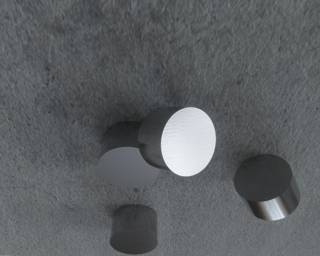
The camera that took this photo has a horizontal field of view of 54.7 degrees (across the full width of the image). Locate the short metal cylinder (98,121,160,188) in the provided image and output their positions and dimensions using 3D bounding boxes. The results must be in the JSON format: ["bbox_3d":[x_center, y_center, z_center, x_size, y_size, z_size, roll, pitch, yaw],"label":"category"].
[{"bbox_3d":[-0.041,0.037,0.422,0.081,0.050,0.079,0,130,0],"label":"short metal cylinder"}]

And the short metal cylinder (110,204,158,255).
[{"bbox_3d":[-0.044,0.178,0.542,0.081,0.050,0.079,0,130,0],"label":"short metal cylinder"}]

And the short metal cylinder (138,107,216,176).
[{"bbox_3d":[0.021,0.014,0.375,0.080,0.080,0.050,41,162,-29],"label":"short metal cylinder"}]

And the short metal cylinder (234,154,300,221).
[{"bbox_3d":[0.154,0.084,0.446,0.080,0.080,0.050,-22,127,17],"label":"short metal cylinder"}]
